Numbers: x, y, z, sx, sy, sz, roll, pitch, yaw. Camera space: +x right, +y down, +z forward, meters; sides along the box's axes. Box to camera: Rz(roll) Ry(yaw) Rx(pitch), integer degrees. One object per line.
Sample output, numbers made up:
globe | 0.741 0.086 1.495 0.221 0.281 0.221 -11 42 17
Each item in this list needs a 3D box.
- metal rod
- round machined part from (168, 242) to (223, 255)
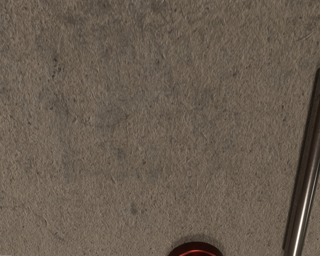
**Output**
metal rod | 0.210 0.065 0.436 0.025 0.025 0.298 1 110 -1
round machined part | 0.057 0.232 0.487 0.099 0.042 0.097 0 110 -1
